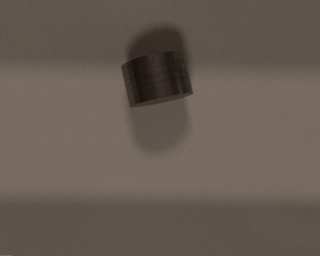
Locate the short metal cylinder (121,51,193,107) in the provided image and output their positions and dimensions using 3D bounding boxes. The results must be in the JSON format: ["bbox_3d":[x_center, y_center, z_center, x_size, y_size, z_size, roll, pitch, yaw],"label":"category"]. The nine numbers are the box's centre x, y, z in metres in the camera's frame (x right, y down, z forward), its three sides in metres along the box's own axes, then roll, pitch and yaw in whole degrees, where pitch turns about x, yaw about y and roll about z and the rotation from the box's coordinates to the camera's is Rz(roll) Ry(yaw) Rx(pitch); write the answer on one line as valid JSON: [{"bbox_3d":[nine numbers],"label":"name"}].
[{"bbox_3d":[-0.003,-0.058,0.384,0.080,0.080,0.050,-12,90,0],"label":"short metal cylinder"}]
